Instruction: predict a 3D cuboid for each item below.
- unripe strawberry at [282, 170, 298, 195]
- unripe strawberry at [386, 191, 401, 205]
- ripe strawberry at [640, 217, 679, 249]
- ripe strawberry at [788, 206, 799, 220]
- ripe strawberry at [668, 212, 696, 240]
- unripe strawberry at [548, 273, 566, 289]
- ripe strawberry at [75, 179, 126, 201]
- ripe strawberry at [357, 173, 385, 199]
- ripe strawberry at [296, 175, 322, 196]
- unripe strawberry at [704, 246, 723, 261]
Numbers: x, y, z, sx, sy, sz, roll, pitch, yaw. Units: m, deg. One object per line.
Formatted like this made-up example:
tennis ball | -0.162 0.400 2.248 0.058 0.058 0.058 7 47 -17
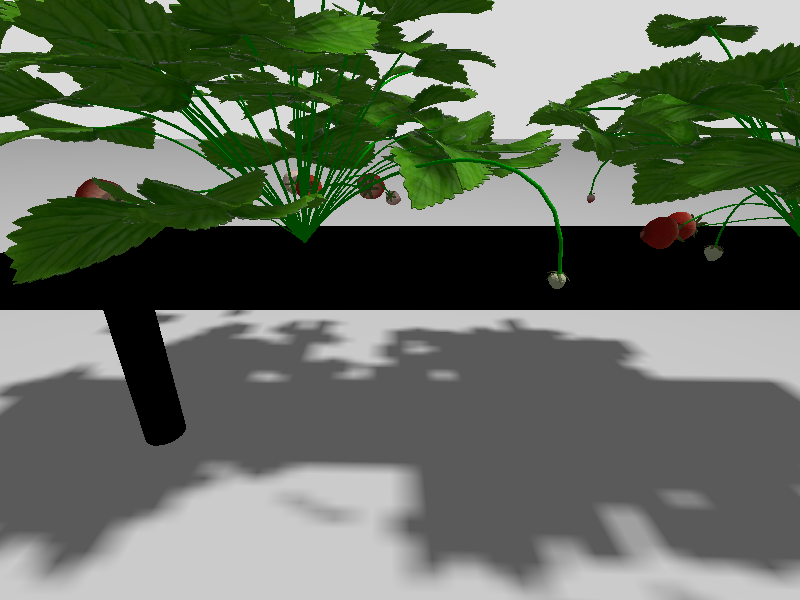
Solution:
unripe strawberry | -0.164 -0.182 0.617 0.034 0.036 0.037 -6 24 -14
unripe strawberry | -0.008 -0.132 0.521 0.020 0.018 0.018 10 0 21
ripe strawberry | 0.218 -0.057 0.339 0.029 0.028 0.026 -4 24 -5
ripe strawberry | 0.408 -0.084 0.400 0.029 0.025 0.029 19 29 37
ripe strawberry | 0.250 -0.067 0.362 0.028 0.024 0.028 1 24 4
unripe strawberry | 0.089 -0.011 0.228 0.010 0.010 0.009 17 29 34
ripe strawberry | -0.315 -0.102 0.419 0.051 0.049 0.047 7 24 17
ripe strawberry | -0.039 -0.160 0.564 0.039 0.035 0.036 4 23 10
ripe strawberry | -0.126 -0.155 0.555 0.035 0.037 0.037 -4 20 -9
unripe strawberry | 0.231 -0.034 0.296 0.010 0.011 0.011 -11 26 -24
